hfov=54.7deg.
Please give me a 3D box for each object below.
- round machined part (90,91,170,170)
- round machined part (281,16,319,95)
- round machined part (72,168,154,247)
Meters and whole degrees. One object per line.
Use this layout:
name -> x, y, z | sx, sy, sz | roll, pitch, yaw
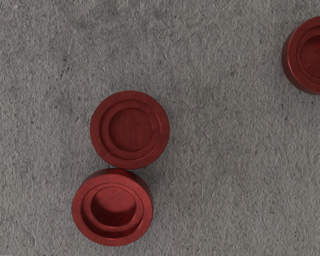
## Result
round machined part -> -0.037, 0.002, 0.401 | 0.099, 0.042, 0.097 | 0, 90, 0
round machined part -> 0.207, -0.091, 0.403 | 0.099, 0.042, 0.097 | 0, 90, 0
round machined part -> -0.057, 0.096, 0.394 | 0.099, 0.042, 0.097 | 0, 104, 0
